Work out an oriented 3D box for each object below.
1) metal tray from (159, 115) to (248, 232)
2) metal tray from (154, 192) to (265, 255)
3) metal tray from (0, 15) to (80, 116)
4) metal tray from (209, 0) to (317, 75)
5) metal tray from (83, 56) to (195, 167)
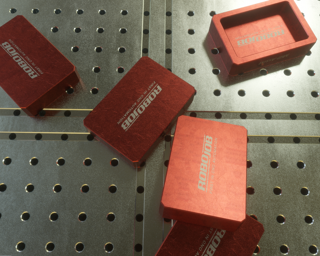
[{"bbox_3d":[0.055,0.049,0.371,0.091,0.030,0.130,11,52,3],"label":"metal tray"},{"bbox_3d":[0.049,0.146,0.356,0.090,0.030,0.130,32,73,10],"label":"metal tray"},{"bbox_3d":[-0.191,-0.091,0.440,0.090,0.030,0.130,-43,76,-14],"label":"metal tray"},{"bbox_3d":[0.150,-0.139,0.461,0.131,0.030,0.090,-17,71,-7],"label":"metal tray"},{"bbox_3d":[-0.026,-0.025,0.418,0.090,0.030,0.130,36,73,12],"label":"metal tray"}]
